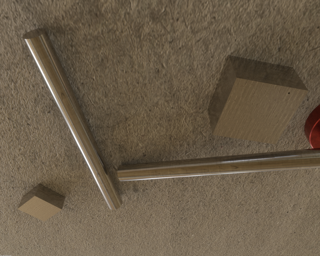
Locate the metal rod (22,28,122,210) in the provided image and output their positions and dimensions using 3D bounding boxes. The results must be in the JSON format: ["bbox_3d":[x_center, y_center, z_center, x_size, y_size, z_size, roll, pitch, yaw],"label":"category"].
[{"bbox_3d":[-0.102,0.013,0.416,0.025,0.025,0.298,-9,130,7],"label":"metal rod"}]

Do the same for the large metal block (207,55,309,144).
[{"bbox_3d":[0.109,-0.032,0.366,0.081,0.050,0.079,9,130,-8],"label":"large metal block"}]

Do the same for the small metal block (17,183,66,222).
[{"bbox_3d":[-0.194,0.123,0.509,0.050,0.025,0.050,-36,122,26],"label":"small metal block"}]

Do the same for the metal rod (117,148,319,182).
[{"bbox_3d":[0.085,0.051,0.423,0.301,0.025,0.025,-7,131,16],"label":"metal rod"}]

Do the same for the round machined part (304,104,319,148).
[{"bbox_3d":[0.247,0.004,0.403,0.099,0.042,0.097,-1,130,0],"label":"round machined part"}]
